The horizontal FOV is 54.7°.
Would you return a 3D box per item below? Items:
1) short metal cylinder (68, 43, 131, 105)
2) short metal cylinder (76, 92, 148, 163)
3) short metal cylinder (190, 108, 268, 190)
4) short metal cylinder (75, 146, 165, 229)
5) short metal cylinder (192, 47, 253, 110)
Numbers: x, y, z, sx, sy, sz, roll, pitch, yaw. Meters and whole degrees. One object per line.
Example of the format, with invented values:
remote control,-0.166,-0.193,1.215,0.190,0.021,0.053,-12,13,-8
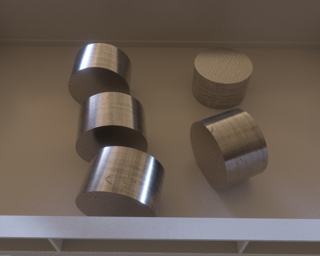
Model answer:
short metal cylinder,-0.080,-0.068,0.426,0.081,0.080,0.050,0,50,0
short metal cylinder,-0.056,0.004,0.366,0.081,0.080,0.050,-4,50,-4
short metal cylinder,0.075,0.023,0.350,0.050,0.080,0.080,-19,53,-15
short metal cylinder,-0.038,0.063,0.316,0.080,0.080,0.050,8,51,6
short metal cylinder,0.088,-0.073,0.450,0.080,0.050,0.080,0,50,0
